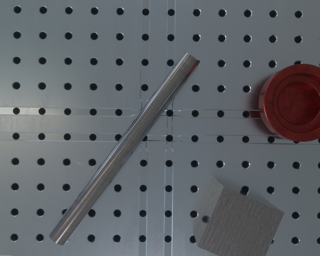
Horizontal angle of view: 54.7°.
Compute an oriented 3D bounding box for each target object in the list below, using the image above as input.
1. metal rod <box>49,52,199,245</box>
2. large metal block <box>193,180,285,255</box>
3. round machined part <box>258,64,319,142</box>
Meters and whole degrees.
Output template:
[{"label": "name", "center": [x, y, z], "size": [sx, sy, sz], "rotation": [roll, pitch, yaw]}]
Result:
[{"label": "metal rod", "center": [-0.047, 0.027, 0.412], "size": [0.025, 0.025, 0.299], "rotation": [37, 90, 0]}, {"label": "large metal block", "center": [0.099, 0.124, 0.402], "size": [0.080, 0.050, 0.080], "rotation": [24, 90, 0]}, {"label": "round machined part", "center": [0.178, -0.032, 0.406], "size": [0.099, 0.042, 0.097], "rotation": [0, 90, 0]}]
